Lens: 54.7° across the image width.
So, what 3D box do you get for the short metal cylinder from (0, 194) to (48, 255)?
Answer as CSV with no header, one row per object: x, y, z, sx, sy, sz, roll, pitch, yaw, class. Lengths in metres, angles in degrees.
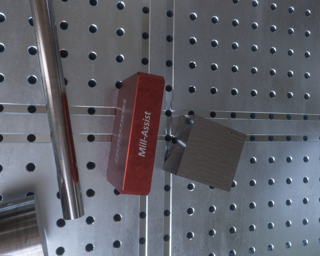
-0.152,0.116,0.328,0.050,0.080,0.080,-12,94,-20,short metal cylinder

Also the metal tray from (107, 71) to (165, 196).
-0.032,0.006,0.366,0.030,0.090,0.129,9,87,-20,metal tray

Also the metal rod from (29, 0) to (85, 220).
-0.124,-0.041,0.366,0.025,0.025,0.298,-9,93,-20,metal rod

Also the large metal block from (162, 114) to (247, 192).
0.060,0.033,0.421,0.080,0.050,0.080,20,83,-19,large metal block
